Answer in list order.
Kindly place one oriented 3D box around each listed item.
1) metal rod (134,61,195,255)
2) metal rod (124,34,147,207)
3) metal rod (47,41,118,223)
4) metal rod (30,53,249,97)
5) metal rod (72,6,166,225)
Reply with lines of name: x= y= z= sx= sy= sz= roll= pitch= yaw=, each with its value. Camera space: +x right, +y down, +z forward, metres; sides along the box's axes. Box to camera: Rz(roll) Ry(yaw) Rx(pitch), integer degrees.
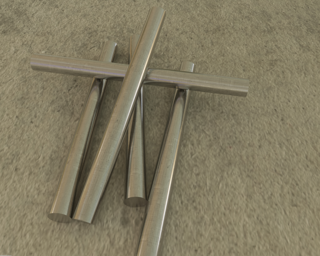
metal rod: x=0.014 y=0.018 z=0.387 sx=0.025 sy=0.025 sz=0.300 roll=9 pitch=50 yaw=7
metal rod: x=-0.034 y=-0.034 z=0.431 sx=0.025 sy=0.025 sz=0.300 roll=-2 pitch=50 yaw=-2
metal rod: x=-0.093 y=-0.021 z=0.419 sx=0.025 sy=0.025 sz=0.300 roll=4 pitch=50 yaw=2
metal rod: x=-0.032 y=-0.074 z=0.431 sx=0.302 sy=0.025 sz=0.025 roll=8 pitch=51 yaw=6
metal rod: x=-0.041 y=-0.034 z=0.383 sx=0.025 sy=0.025 sz=0.300 roll=12 pitch=65 yaw=9
